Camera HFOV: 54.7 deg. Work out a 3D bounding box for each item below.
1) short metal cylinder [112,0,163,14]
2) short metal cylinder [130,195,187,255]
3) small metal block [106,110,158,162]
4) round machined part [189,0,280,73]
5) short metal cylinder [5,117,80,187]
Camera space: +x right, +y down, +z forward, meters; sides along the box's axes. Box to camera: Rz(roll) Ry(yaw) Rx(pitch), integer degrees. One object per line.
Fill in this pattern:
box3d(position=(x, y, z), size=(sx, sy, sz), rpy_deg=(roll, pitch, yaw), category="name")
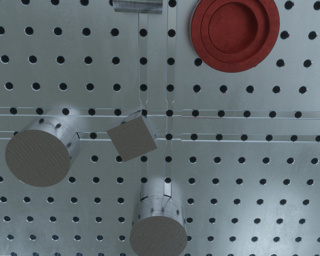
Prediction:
box3d(position=(-0.021, -0.162, 0.324), size=(0.050, 0.080, 0.079), rpy_deg=(3, 110, -1), category="short metal cylinder")
box3d(position=(-0.002, 0.147, 0.454), size=(0.081, 0.050, 0.079), rpy_deg=(0, 110, 0), category="short metal cylinder")
box3d(position=(-0.036, 0.011, 0.417), size=(0.050, 0.025, 0.050), rpy_deg=(-23, 109, 8), category="small metal block")
box3d(position=(0.083, -0.117, 0.362), size=(0.099, 0.042, 0.097), rpy_deg=(0, 110, 0), category="round machined part")
box3d(position=(-0.152, 0.030, 0.410), size=(0.081, 0.050, 0.079), rpy_deg=(0, 110, 0), category="short metal cylinder")
